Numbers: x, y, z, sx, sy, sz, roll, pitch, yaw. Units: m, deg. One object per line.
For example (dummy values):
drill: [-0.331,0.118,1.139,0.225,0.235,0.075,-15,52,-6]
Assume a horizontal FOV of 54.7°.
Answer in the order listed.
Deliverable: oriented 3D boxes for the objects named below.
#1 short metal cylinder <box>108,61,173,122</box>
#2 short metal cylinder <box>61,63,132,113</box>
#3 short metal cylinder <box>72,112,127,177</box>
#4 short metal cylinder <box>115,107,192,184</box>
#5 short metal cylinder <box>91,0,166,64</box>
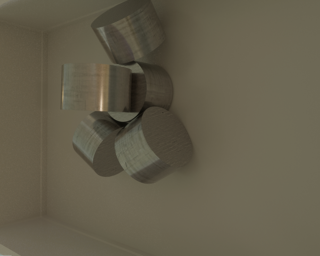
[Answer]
short metal cylinder: [-0.030,-0.048,0.412,0.080,0.050,0.080,0,90,40]
short metal cylinder: [-0.074,-0.045,0.364,0.080,0.081,0.050,4,93,40]
short metal cylinder: [-0.072,0.020,0.428,0.050,0.081,0.079,36,112,34]
short metal cylinder: [-0.007,0.021,0.375,0.050,0.081,0.080,-36,68,35]
short metal cylinder: [-0.039,-0.125,0.393,0.080,0.080,0.050,5,136,40]
